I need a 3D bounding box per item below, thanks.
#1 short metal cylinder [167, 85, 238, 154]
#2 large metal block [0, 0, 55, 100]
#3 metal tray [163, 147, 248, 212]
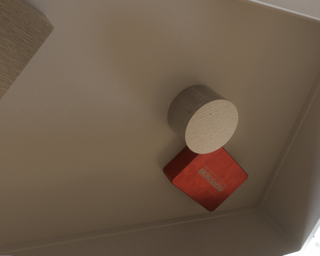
[{"bbox_3d":[0.057,-0.012,0.418,0.081,0.050,0.079,-14,124,-21],"label":"short metal cylinder"},{"bbox_3d":[-0.151,-0.083,0.259,0.080,0.050,0.080,34,99,-39],"label":"large metal block"},{"bbox_3d":[0.077,0.073,0.495,0.090,0.030,0.130,-45,130,3],"label":"metal tray"}]
